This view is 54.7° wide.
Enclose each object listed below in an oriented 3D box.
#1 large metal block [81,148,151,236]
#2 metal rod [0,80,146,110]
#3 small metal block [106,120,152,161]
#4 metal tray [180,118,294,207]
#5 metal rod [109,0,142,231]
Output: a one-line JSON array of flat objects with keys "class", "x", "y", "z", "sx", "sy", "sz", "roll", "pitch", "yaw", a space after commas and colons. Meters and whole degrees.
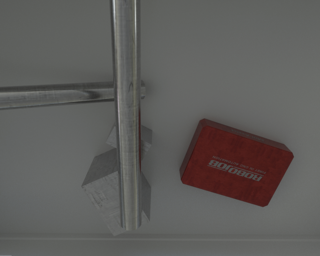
[{"class": "large metal block", "x": -0.053, "y": 0.079, "z": 0.410, "sx": 0.050, "sy": 0.080, "sz": 0.080, "roll": -24, "pitch": 109, "yaw": 8}, {"class": "metal rod", "x": -0.160, "y": -0.032, "z": 0.333, "sx": 0.303, "sy": 0.025, "sz": 0.025, "roll": -7, "pitch": 112, "yaw": -24}, {"class": "small metal block", "x": -0.038, "y": 0.011, "z": 0.401, "sx": 0.050, "sy": 0.050, "sz": 0.025, "roll": 28, "pitch": 108, "yaw": -10}, {"class": "metal tray", "x": 0.103, "y": 0.049, "z": 0.428, "sx": 0.131, "sy": 0.030, "sz": 0.089, "roll": 18, "pitch": 109, "yaw": -7}, {"class": "metal rod", "x": -0.031, "y": -0.019, "z": 0.296, "sx": 0.025, "sy": 0.025, "sz": 0.298, "roll": 1, "pitch": 118, "yaw": -1}]
